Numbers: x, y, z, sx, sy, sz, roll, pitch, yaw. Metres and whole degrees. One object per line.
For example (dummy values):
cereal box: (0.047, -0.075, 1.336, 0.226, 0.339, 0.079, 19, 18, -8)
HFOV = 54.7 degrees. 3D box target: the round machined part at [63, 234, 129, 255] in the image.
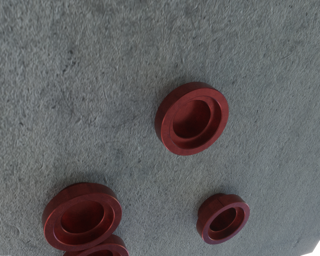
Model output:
round machined part: (-0.099, 0.193, 0.461, 0.099, 0.042, 0.097, -14, 124, -21)

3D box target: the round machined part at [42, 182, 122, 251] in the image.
round machined part: (-0.103, 0.111, 0.408, 0.099, 0.042, 0.097, -14, 124, -21)

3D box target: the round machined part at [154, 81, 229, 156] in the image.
round machined part: (0.037, -0.016, 0.406, 0.099, 0.042, 0.097, -14, 124, -21)

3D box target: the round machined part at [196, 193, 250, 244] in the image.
round machined part: (0.106, 0.155, 0.550, 0.099, 0.042, 0.097, -14, 124, -21)
